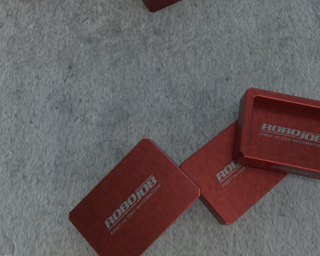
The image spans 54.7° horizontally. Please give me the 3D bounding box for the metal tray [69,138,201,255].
[{"bbox_3d":[-0.028,0.087,0.357,0.130,0.030,0.090,-45,76,-1],"label":"metal tray"}]

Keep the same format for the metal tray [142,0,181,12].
[{"bbox_3d":[0.021,-0.251,0.497,0.131,0.030,0.090,-28,73,-10],"label":"metal tray"}]

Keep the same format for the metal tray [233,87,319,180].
[{"bbox_3d":[0.160,0.008,0.372,0.131,0.030,0.090,11,68,1],"label":"metal tray"}]

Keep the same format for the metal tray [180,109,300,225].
[{"bbox_3d":[0.100,0.046,0.390,0.131,0.030,0.090,-37,74,-13],"label":"metal tray"}]
